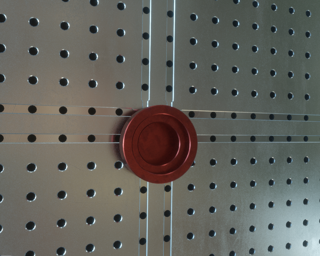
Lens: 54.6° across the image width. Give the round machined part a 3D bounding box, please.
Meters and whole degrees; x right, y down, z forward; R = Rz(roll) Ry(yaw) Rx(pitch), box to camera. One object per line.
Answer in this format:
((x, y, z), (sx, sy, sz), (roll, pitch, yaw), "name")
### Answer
((-0.004, 0.020, 0.402), (0.099, 0.042, 0.097), (0, 90, -20), "round machined part")
